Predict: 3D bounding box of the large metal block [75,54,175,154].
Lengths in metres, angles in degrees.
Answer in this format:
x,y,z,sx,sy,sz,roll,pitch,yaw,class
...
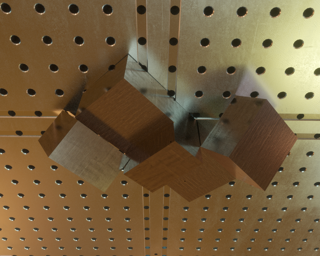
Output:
x,y,z,sx,sy,sz,roll,pitch,yaw,class
-0.040,-0.026,0.373,0.080,0.050,0.080,-33,123,26,large metal block

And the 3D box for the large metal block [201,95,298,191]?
x,y,z,sx,sy,sz,roll,pitch,yaw,class
0.111,0.018,0.383,0.080,0.050,0.080,41,79,-30,large metal block

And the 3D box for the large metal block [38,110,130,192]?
x,y,z,sx,sy,sz,roll,pitch,yaw,class
-0.097,0.027,0.388,0.080,0.080,0.050,41,80,-29,large metal block

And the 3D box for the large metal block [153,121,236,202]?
x,y,z,sx,sy,sz,roll,pitch,yaw,class
0.047,0.049,0.437,0.080,0.050,0.080,-34,121,25,large metal block

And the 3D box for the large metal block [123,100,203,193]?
x,y,z,sx,sy,sz,roll,pitch,yaw,class
0.003,0.022,0.393,0.080,0.080,0.050,-35,123,25,large metal block
